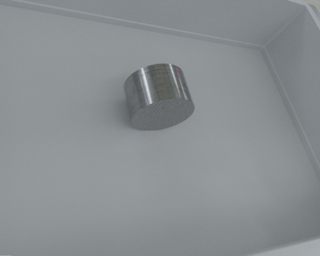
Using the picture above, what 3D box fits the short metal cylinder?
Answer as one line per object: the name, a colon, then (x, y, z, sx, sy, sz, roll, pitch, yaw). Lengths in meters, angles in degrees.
short metal cylinder: (-0.002, -0.037, 0.394, 0.081, 0.080, 0.050, -1, 62, -29)
